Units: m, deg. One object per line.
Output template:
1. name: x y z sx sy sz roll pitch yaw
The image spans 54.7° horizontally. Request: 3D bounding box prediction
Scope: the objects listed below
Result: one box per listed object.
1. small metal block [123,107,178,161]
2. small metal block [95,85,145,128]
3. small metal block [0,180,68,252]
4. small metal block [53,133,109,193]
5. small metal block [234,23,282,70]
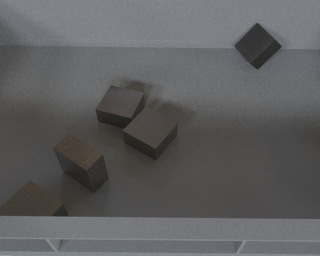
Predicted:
1. small metal block: -0.012 0.006 0.400 0.050 0.025 0.050 28 55 21
2. small metal block: -0.053 -0.029 0.428 0.050 0.025 0.050 14 51 11
3. small metal block: -0.136 0.091 0.326 0.050 0.025 0.050 28 55 21
4. small metal block: -0.089 0.041 0.353 0.050 0.050 0.025 28 56 21
5. small metal block: 0.157 -0.132 0.499 0.025 0.050 0.050 19 34 -44
